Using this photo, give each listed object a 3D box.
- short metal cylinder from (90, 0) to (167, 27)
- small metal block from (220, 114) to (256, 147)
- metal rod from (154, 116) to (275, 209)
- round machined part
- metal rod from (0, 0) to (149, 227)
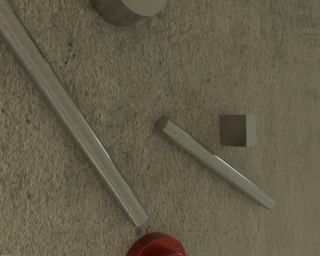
[{"bbox_3d":[-0.037,-0.164,0.359,0.081,0.050,0.079,0,90,-40],"label":"short metal cylinder"},{"bbox_3d":[0.124,0.004,0.496,0.025,0.050,0.050,-2,92,-40],"label":"small metal block"},{"bbox_3d":[0.102,0.067,0.492,0.301,0.025,0.025,36,68,-35],"label":"metal rod"},{"bbox_3d":[0.000,0.189,0.397,0.099,0.042,0.097,0,90,-40],"label":"round machined part"},{"bbox_3d":[-0.092,-0.008,0.328,0.025,0.025,0.299,-44,117,-31],"label":"metal rod"}]
